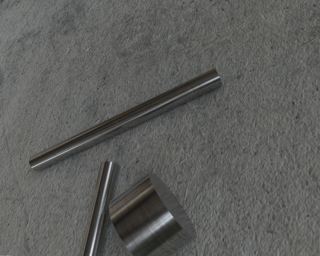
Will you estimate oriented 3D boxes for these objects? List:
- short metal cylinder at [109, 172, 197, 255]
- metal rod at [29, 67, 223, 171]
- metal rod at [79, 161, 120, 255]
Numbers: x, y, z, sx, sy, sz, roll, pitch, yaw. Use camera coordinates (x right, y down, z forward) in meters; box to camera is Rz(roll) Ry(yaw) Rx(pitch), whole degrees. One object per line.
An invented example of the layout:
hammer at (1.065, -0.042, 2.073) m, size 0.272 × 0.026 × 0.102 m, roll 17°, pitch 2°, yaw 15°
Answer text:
short metal cylinder at (-0.007, 0.092, 0.316) m, size 0.050 × 0.080 × 0.080 m, roll -37°, pitch 51°, yaw 3°
metal rod at (-0.056, -0.007, 0.437) m, size 0.301 × 0.025 × 0.025 m, roll -24°, pitch 53°, yaw 13°
metal rod at (-0.084, 0.180, 0.337) m, size 0.025 × 0.025 × 0.299 m, roll -6°, pitch 59°, yaw 25°
